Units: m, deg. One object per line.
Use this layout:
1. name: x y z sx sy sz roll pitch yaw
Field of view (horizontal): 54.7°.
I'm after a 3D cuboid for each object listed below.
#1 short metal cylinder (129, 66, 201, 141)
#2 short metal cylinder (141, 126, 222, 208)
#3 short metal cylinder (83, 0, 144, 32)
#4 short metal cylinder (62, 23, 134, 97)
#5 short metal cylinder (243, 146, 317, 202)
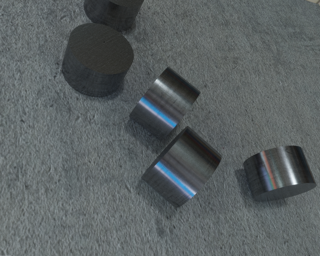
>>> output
1. short metal cylinder: 0.006 -0.030 0.390 0.050 0.080 0.080 38 51 -3
2. short metal cylinder: 0.024 0.044 0.355 0.050 0.080 0.080 42 51 0
3. short metal cylinder: -0.070 -0.193 0.468 0.081 0.050 0.080 14 56 -21
4. short metal cylinder: -0.080 -0.086 0.397 0.081 0.050 0.080 14 56 -21
5. short metal cylinder: 0.158 0.063 0.415 0.081 0.080 0.050 4 60 -26
